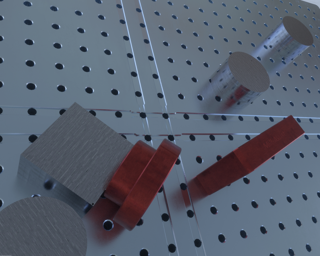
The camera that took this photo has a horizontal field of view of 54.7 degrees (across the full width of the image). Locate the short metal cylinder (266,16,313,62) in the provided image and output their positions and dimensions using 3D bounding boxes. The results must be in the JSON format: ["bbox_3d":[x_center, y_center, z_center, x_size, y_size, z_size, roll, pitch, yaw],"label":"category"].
[{"bbox_3d":[0.273,-0.188,0.653,0.081,0.050,0.080,14,56,-21],"label":"short metal cylinder"}]

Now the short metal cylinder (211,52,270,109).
[{"bbox_3d":[0.132,-0.078,0.510,0.081,0.050,0.080,13,56,-21],"label":"short metal cylinder"}]

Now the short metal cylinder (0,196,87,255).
[{"bbox_3d":[-0.109,0.106,0.269,0.081,0.050,0.080,14,56,-21],"label":"short metal cylinder"}]

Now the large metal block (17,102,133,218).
[{"bbox_3d":[-0.086,0.034,0.325,0.080,0.050,0.080,37,51,-4],"label":"large metal block"}]

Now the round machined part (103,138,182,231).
[{"bbox_3d":[-0.021,0.051,0.319,0.042,0.097,0.098,32,51,2],"label":"round machined part"}]

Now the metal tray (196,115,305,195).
[{"bbox_3d":[0.120,0.035,0.409,0.131,0.090,0.030,-24,75,-36],"label":"metal tray"}]
